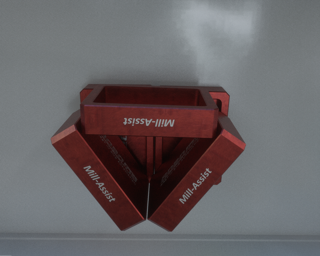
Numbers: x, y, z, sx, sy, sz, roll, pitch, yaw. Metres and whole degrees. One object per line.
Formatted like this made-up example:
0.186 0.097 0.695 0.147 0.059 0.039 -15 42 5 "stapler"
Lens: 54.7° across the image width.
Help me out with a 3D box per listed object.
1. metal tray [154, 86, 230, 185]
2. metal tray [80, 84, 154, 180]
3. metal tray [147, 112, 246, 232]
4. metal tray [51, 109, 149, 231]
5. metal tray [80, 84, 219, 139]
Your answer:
0.039 0.011 0.412 0.091 0.030 0.129 1 109 -1 "metal tray"
-0.053 0.009 0.411 0.091 0.030 0.129 0 109 0 "metal tray"
0.036 0.044 0.358 0.030 0.090 0.129 34 107 -12 "metal tray"
-0.061 0.041 0.357 0.030 0.090 0.130 -30 108 11 "metal tray"
-0.010 -0.021 0.334 0.131 0.090 0.030 2 111 -1 "metal tray"
